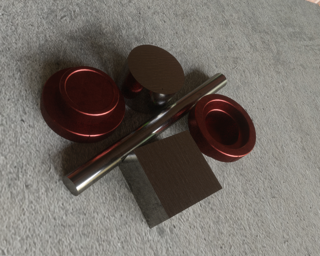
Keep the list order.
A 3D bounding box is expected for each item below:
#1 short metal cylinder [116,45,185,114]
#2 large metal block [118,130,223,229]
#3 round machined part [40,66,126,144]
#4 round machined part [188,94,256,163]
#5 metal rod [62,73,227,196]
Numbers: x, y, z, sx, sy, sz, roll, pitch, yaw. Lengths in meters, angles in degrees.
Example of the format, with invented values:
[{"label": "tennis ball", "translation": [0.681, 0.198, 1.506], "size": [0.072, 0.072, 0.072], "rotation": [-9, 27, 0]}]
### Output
[{"label": "short metal cylinder", "translation": [-0.014, -0.065, 0.421], "size": [0.081, 0.050, 0.080], "rotation": [14, 56, -21]}, {"label": "large metal block", "translation": [0.011, 0.058, 0.361], "size": [0.081, 0.050, 0.080], "rotation": [-19, 72, -35]}, {"label": "round machined part", "translation": [-0.087, -0.034, 0.368], "size": [0.099, 0.042, 0.098], "rotation": [14, 56, -21]}, {"label": "round machined part", "translation": [0.082, 0.004, 0.436], "size": [0.099, 0.042, 0.098], "rotation": [14, 56, -21]}, {"label": "metal rod", "translation": [0.003, -0.009, 0.413], "size": [0.025, 0.025, 0.302], "rotation": [49, 51, 6]}]
